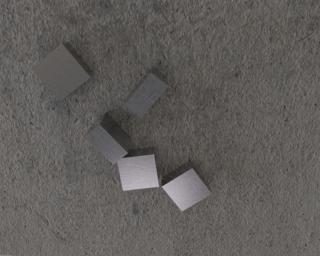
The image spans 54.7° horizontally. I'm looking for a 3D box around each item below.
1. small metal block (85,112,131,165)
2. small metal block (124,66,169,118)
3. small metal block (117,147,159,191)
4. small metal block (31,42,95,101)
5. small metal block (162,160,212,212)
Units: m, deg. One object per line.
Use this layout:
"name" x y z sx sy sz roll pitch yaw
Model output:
"small metal block" -0.065 0.012 0.400 0.025 0.050 0.050 -38 106 13
"small metal block" -0.016 -0.045 0.379 0.025 0.050 0.050 38 106 -13
"small metal block" -0.029 0.057 0.430 0.050 0.025 0.050 -7 110 2
"small metal block" -0.119 -0.070 0.383 0.050 0.025 0.050 -35 107 12
"small metal block" 0.037 0.082 0.440 0.050 0.025 0.050 -33 107 11
